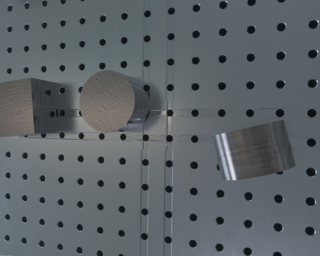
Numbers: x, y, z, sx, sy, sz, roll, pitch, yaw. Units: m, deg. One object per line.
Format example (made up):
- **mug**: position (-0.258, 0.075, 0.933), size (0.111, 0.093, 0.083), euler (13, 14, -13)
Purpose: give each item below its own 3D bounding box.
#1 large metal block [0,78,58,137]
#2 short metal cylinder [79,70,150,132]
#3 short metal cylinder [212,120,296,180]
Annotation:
- **large metal block**: position (-0.209, -0.028, 0.473), size (0.080, 0.050, 0.080), euler (-5, 88, 20)
- **short metal cylinder**: position (-0.060, -0.034, 0.421), size (0.080, 0.050, 0.079), euler (0, 90, 20)
- **short metal cylinder**: position (0.103, 0.024, 0.347), size (0.080, 0.080, 0.050), euler (-14, 85, 19)
